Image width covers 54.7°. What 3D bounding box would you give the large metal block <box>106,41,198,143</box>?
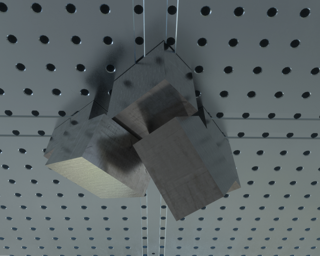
[{"bbox_3d":[-0.009,-0.037,0.342,0.080,0.080,0.050,-34,123,25],"label":"large metal block"}]

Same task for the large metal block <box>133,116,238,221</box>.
[{"bbox_3d":[0.029,0.035,0.313,0.050,0.080,0.080,-34,80,20],"label":"large metal block"}]

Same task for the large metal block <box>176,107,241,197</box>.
[{"bbox_3d":[0.058,0.034,0.403,0.050,0.080,0.080,-27,125,21],"label":"large metal block"}]

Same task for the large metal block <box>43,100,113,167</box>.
[{"bbox_3d":[-0.090,0.023,0.413,0.080,0.050,0.080,-32,124,24],"label":"large metal block"}]

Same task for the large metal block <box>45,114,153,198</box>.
[{"bbox_3d":[-0.063,0.036,0.338,0.080,0.050,0.080,-15,134,46],"label":"large metal block"}]
